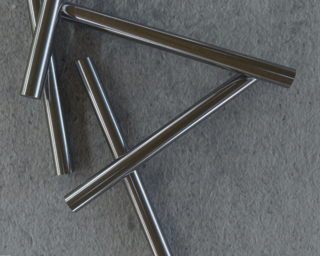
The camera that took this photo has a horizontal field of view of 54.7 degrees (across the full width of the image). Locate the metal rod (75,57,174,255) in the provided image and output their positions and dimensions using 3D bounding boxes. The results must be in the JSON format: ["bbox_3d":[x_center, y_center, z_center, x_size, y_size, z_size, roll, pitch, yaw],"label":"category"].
[{"bbox_3d":[-0.044,0.050,0.409,0.025,0.025,0.299,-22,90,0],"label":"metal rod"}]

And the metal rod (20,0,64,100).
[{"bbox_3d":[-0.130,-0.183,0.391,0.025,0.025,0.298,10,83,-1],"label":"metal rod"}]

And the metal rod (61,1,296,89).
[{"bbox_3d":[0.019,-0.107,0.394,0.301,0.025,0.025,18,90,6],"label":"metal rod"}]

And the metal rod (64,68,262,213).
[{"bbox_3d":[0.014,0.005,0.392,0.301,0.025,0.025,-35,90,-8],"label":"metal rod"}]

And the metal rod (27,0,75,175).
[{"bbox_3d":[-0.149,-0.088,0.407,0.025,0.025,0.298,-9,90,0],"label":"metal rod"}]
